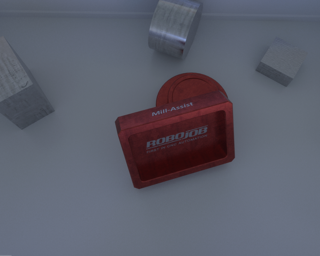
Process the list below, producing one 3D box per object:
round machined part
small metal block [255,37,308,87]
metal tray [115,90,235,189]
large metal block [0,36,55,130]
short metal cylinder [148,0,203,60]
[{"bbox_3d":[0.044,-0.032,0.413,0.099,0.042,0.098,0,70,-1],"label":"round machined part"},{"bbox_3d":[0.175,-0.096,0.447,0.050,0.025,0.050,32,73,10],"label":"small metal block"},{"bbox_3d":[0.021,0.015,0.369,0.131,0.089,0.030,-16,34,-6],"label":"metal tray"},{"bbox_3d":[-0.189,-0.055,0.398,0.050,0.080,0.080,-33,74,-11],"label":"large metal block"},{"bbox_3d":[0.022,-0.142,0.433,0.050,0.080,0.080,21,71,7],"label":"short metal cylinder"}]
